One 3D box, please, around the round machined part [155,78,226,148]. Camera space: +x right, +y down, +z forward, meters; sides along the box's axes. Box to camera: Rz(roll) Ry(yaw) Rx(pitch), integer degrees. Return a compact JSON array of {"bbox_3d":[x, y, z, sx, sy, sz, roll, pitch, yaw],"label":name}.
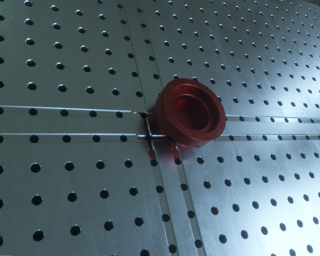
[{"bbox_3d":[0.038,-0.017,0.428,0.099,0.042,0.098,13,56,-21],"label":"round machined part"}]
